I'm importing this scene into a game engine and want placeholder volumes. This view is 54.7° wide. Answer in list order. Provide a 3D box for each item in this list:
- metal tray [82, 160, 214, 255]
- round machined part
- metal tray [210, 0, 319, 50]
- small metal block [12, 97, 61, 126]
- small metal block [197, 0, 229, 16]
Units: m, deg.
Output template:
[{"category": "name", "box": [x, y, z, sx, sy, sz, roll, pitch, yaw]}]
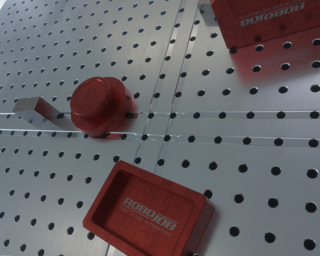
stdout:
[{"category": "metal tray", "box": [-0.016, 0.099, 0.352, 0.130, 0.030, 0.090, 17, 70, 34]}, {"category": "round machined part", "box": [-0.096, -0.039, 0.472, 0.098, 0.042, 0.098, -13, 56, 21]}, {"category": "metal tray", "box": [0.138, -0.155, 0.388, 0.130, 0.090, 0.030, -11, 57, 22]}, {"category": "small metal block", "box": [-0.205, -0.026, 0.516, 0.050, 0.050, 0.025, -3, 61, 27]}, {"category": "small metal block", "box": [0.093, -0.204, 0.485, 0.050, 0.025, 0.050, 11, 67, 33]}]
